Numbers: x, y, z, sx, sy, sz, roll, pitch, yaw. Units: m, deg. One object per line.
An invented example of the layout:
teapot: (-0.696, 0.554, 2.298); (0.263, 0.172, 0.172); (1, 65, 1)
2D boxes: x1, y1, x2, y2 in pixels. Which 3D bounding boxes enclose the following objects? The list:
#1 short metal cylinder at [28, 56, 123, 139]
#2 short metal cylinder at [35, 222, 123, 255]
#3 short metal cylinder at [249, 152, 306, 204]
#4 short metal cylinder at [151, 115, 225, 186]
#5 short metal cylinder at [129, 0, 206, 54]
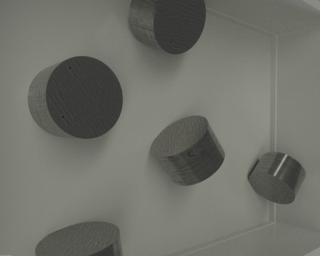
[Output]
short metal cylinder: (-0.086, -0.029, 0.318); (0.081, 0.050, 0.080); (0, 90, -40)
short metal cylinder: (-0.077, 0.133, 0.307); (0.081, 0.080, 0.050); (-12, 98, -39)
short metal cylinder: (0.205, 0.087, 0.542); (0.050, 0.080, 0.080); (-49, 119, -29)
short metal cylinder: (0.036, 0.028, 0.401); (0.080, 0.080, 0.050); (-48, 119, -29)
short metal cylinder: (0.010, -0.136, 0.380); (0.081, 0.050, 0.079); (-21, 127, -32)
